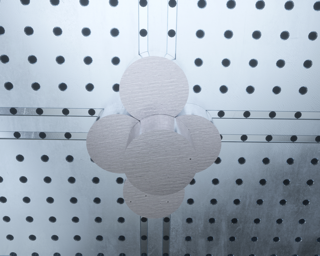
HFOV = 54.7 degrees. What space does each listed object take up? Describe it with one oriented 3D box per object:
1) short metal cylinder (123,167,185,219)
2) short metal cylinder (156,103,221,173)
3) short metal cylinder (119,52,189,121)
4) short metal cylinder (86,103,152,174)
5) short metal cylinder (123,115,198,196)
[{"bbox_3d":[-0.008,0.076,0.427,0.081,0.050,0.079,0,108,-1],"label":"short metal cylinder"},{"bbox_3d":[0.035,0.013,0.404,0.081,0.050,0.079,0,110,0],"label":"short metal cylinder"},{"bbox_3d":[-0.007,-0.051,0.381,0.081,0.050,0.079,-1,110,-1],"label":"short metal cylinder"},{"bbox_3d":[-0.050,0.012,0.404,0.081,0.050,0.079,0,110,0],"label":"short metal cylinder"},{"bbox_3d":[0.000,0.030,0.357,0.081,0.050,0.079,0,110,0],"label":"short metal cylinder"}]
